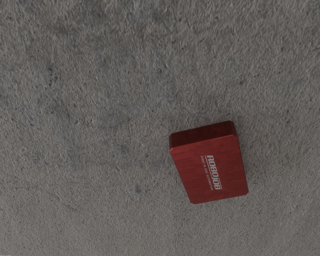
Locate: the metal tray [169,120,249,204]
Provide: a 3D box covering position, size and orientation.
[{"bbox_3d":[0.074,0.055,0.451,0.090,0.030,0.130,-13,129,11],"label":"metal tray"}]
